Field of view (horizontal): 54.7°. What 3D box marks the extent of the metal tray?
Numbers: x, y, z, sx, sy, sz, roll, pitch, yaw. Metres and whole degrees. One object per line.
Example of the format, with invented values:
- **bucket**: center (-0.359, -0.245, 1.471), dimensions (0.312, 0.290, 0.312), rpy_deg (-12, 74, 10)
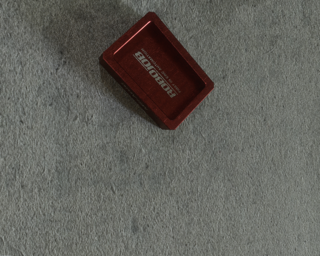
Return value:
- **metal tray**: center (-0.002, -0.071, 0.405), dimensions (0.090, 0.030, 0.130), rpy_deg (-47, 105, -14)
